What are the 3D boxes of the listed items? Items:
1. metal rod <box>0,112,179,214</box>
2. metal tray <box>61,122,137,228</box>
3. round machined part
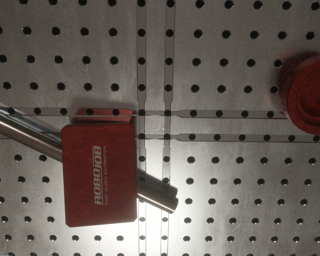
[{"bbox_3d":[-0.110,0.046,0.428,0.301,0.025,0.025,28,108,-10],"label":"metal rod"},{"bbox_3d":[-0.078,0.059,0.406,0.091,0.030,0.129,-2,95,-9],"label":"metal tray"},{"bbox_3d":[0.201,-0.044,0.391,0.099,0.042,0.097,0,110,-1],"label":"round machined part"}]
